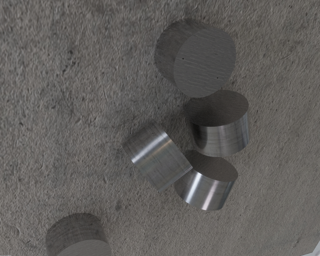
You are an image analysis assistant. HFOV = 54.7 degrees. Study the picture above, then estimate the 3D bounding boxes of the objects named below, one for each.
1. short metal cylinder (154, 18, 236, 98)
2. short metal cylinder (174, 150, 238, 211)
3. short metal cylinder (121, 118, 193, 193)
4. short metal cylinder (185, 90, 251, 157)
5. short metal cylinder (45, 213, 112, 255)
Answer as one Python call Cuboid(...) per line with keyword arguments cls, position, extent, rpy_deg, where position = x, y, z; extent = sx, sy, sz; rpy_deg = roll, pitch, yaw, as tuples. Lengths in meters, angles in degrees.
Cuboid(cls="short metal cylinder", position=(0.040, -0.082, 0.362), extent=(0.081, 0.050, 0.079), rpy_deg=(-14, 124, -21))
Cuboid(cls="short metal cylinder", position=(0.067, 0.075, 0.454), extent=(0.081, 0.080, 0.050), rpy_deg=(5, 116, -31))
Cuboid(cls="short metal cylinder", position=(-0.004, 0.034, 0.390), extent=(0.050, 0.080, 0.080), rpy_deg=(-39, 129, -2))
Cuboid(cls="short metal cylinder", position=(0.077, -0.008, 0.408), extent=(0.080, 0.080, 0.050), rpy_deg=(-25, 128, -13))
Cuboid(cls="short metal cylinder", position=(-0.114, 0.166, 0.431), extent=(0.081, 0.050, 0.079), rpy_deg=(-14, 124, -21))
